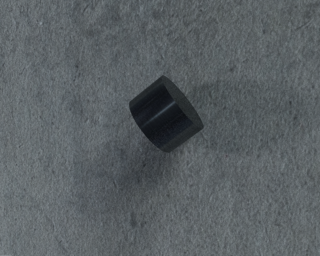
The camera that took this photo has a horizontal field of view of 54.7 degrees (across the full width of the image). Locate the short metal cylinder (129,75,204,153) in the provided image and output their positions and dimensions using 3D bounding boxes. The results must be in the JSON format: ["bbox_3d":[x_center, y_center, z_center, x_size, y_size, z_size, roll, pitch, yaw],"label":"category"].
[{"bbox_3d":[0.008,-0.017,0.376,0.050,0.080,0.080,-37,78,16],"label":"short metal cylinder"}]
